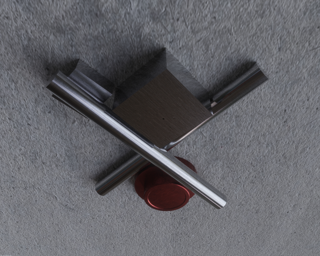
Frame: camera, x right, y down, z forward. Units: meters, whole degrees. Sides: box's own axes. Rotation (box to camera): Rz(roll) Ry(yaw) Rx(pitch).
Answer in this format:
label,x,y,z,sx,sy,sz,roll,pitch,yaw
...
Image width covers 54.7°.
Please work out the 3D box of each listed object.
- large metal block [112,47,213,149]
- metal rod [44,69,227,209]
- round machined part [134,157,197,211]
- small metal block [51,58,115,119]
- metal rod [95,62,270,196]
label,x,y,z,sx,sy,sz,roll,pitch,yaw
large metal block,0.003,-0.033,0.366,0.080,0.050,0.080,-34,123,25
metal rod,-0.012,0.030,0.400,0.025,0.025,0.301,-36,122,26
round machined part,0.010,0.091,0.474,0.099,0.042,0.097,-1,130,0
small metal block,-0.091,-0.046,0.370,0.050,0.025,0.050,35,121,-27
metal rod,0.013,0.015,0.424,0.299,0.025,0.025,-37,121,27
